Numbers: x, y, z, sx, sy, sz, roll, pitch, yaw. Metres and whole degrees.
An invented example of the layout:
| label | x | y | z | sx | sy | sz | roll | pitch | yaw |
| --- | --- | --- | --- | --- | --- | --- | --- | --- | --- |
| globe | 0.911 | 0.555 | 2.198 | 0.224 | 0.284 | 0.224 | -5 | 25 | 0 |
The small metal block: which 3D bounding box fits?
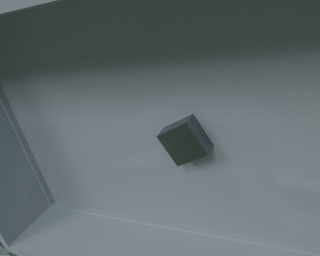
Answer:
| label | x | y | z | sx | sy | sz | roll | pitch | yaw |
| --- | --- | --- | --- | --- | --- | --- | --- | --- | --- |
| small metal block | 0.033 | 0.017 | 0.402 | 0.050 | 0.025 | 0.050 | -26 | 105 | 37 |
